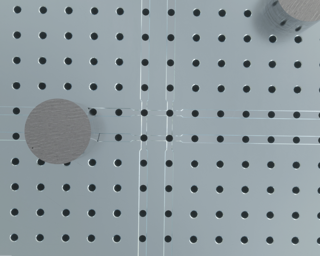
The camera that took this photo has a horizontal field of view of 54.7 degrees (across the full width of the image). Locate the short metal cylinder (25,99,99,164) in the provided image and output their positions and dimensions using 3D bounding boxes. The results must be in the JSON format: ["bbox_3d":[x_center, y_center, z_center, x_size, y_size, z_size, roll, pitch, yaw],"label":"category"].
[{"bbox_3d":[-0.124,0.004,0.400,0.081,0.050,0.080,0,90,0],"label":"short metal cylinder"}]

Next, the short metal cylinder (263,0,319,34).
[{"bbox_3d":[0.182,-0.170,0.402,0.081,0.050,0.080,0,90,0],"label":"short metal cylinder"}]
